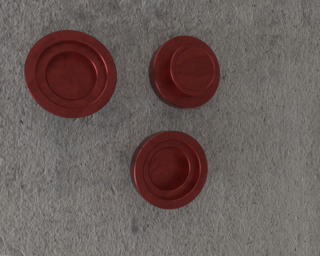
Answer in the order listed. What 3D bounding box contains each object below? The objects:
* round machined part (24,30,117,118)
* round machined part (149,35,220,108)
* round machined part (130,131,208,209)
[{"bbox_3d":[-0.103,-0.060,0.362,0.099,0.042,0.097,0,90,-20],"label":"round machined part"},{"bbox_3d":[0.038,-0.075,0.414,0.099,0.042,0.097,0,90,-20],"label":"round machined part"},{"bbox_3d":[0.009,0.052,0.403,0.099,0.042,0.097,0,90,-20],"label":"round machined part"}]
